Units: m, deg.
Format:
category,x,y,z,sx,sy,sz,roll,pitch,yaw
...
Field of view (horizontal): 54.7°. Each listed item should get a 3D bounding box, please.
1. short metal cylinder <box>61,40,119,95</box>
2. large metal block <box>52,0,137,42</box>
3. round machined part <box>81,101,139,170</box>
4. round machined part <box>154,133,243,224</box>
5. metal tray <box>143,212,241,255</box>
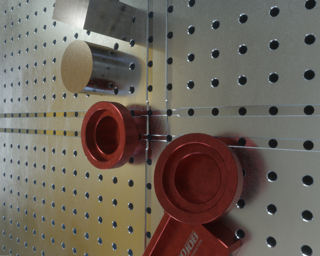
category,x,y,z,sx,sy,sz,roll,pitch,yaw
short metal cylinder,-0.110,-0.092,0.484,0.080,0.050,0.080,0,90,40
large metal block,-0.096,-0.168,0.453,0.080,0.081,0.050,28,108,36
round machined part,-0.069,0.010,0.456,0.098,0.042,0.097,0,90,40
round machined part,0.045,0.057,0.350,0.098,0.042,0.098,-8,72,28
metal tray,0.029,0.161,0.382,0.090,0.030,0.129,38,113,33
